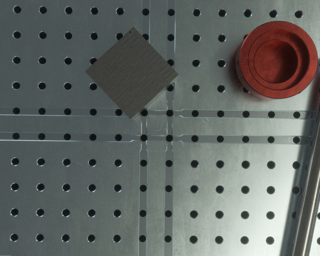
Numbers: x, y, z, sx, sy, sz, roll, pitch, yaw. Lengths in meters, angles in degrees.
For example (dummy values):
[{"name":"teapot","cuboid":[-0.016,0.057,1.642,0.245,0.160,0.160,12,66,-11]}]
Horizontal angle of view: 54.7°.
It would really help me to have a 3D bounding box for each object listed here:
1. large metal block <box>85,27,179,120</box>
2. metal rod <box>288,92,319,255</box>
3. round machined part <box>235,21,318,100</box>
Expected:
[{"name":"large metal block","cuboid":[-0.034,-0.067,0.400,0.080,0.050,0.080,-43,90,0]},{"name":"metal rod","cuboid":[0.209,0.051,0.414,0.025,0.025,0.298,11,90,0]},{"name":"round machined part","cuboid":[0.148,-0.085,0.406,0.099,0.042,0.097,0,90,0]}]
